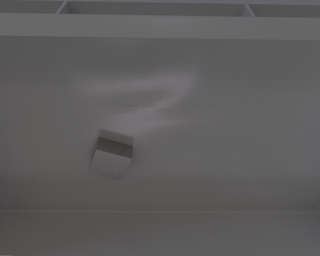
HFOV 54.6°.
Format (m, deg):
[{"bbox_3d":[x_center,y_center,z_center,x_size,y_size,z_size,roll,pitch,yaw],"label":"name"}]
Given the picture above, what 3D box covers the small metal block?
[{"bbox_3d":[-0.071,0.045,0.447,0.050,0.025,0.050,17,128,-14],"label":"small metal block"}]
